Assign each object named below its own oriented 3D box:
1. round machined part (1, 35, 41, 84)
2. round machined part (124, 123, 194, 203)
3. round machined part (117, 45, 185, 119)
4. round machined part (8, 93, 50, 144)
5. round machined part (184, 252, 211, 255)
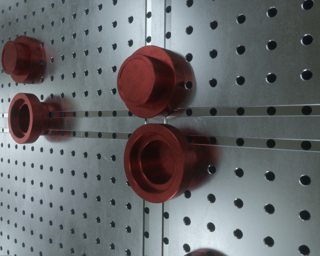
[{"bbox_3d":[-0.287,-0.140,0.631,0.098,0.042,0.097,0,90,39],"label":"round machined part"},{"bbox_3d":[0.003,0.043,0.394,0.098,0.042,0.097,0,90,39],"label":"round machined part"},{"bbox_3d":[-0.019,-0.061,0.412,0.098,0.042,0.097,0,90,39],"label":"round machined part"},{"bbox_3d":[-0.252,-0.018,0.602,0.098,0.042,0.097,0,90,39],"label":"round machined part"},{"bbox_3d":[0.042,0.202,0.362,0.098,0.042,0.097,0,90,39],"label":"round machined part"}]
